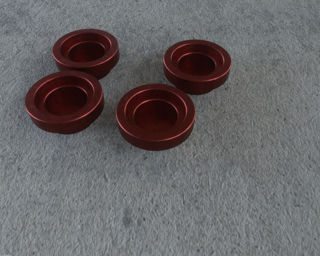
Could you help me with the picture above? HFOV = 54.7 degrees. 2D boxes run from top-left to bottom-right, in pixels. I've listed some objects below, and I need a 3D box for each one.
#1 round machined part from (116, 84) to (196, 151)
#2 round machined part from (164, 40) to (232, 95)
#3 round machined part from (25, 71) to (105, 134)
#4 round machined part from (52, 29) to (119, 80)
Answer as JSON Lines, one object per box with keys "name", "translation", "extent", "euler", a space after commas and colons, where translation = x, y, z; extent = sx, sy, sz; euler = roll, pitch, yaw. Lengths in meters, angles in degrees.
{"name": "round machined part", "translation": [-0.005, -0.009, 0.400], "extent": [0.099, 0.042, 0.098], "euler": [0, 50, 0]}
{"name": "round machined part", "translation": [0.054, -0.087, 0.466], "extent": [0.099, 0.042, 0.098], "euler": [0, 50, 0]}
{"name": "round machined part", "translation": [-0.124, -0.030, 0.416], "extent": [0.099, 0.042, 0.098], "euler": [0, 50, 0]}
{"name": "round machined part", "translation": [-0.112, -0.110, 0.483], "extent": [0.099, 0.042, 0.098], "euler": [0, 50, 0]}
